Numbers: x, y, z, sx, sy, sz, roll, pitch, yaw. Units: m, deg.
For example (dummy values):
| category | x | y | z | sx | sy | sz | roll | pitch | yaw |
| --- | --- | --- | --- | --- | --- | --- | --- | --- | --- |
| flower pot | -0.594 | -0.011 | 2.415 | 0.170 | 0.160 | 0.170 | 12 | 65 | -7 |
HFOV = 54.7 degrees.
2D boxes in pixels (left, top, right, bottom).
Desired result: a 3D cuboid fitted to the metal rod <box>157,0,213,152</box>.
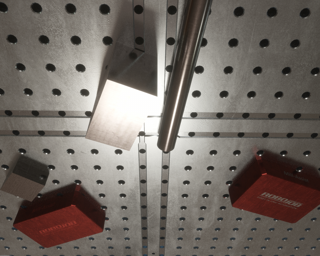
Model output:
| category | x | y | z | sx | sy | sz | roll | pitch | yaw |
| --- | --- | --- | --- | --- | --- | --- | --- | --- | --- |
| metal rod | 0.031 | -0.088 | 0.337 | 0.025 | 0.025 | 0.298 | 7 | 130 | -6 |

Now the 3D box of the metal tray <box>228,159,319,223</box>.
| category | x | y | z | sx | sy | sz | roll | pitch | yaw |
| --- | --- | --- | --- | --- | --- | --- | --- | --- | --- |
| metal tray | 0.191 | 0.106 | 0.502 | 0.131 | 0.030 | 0.089 | 19 | 128 | -16 |

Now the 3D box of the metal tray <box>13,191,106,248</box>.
| category | x | y | z | sx | sy | sz | roll | pitch | yaw |
| --- | --- | --- | --- | --- | --- | --- | --- | --- | --- |
| metal tray | -0.175 | 0.164 | 0.545 | 0.130 | 0.030 | 0.090 | -21 | 128 | 16 |

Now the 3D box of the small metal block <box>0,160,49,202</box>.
| category | x | y | z | sx | sy | sz | roll | pitch | yaw |
| --- | --- | --- | --- | --- | --- | --- | --- | --- | --- |
| small metal block | -0.209 | 0.083 | 0.479 | 0.050 | 0.025 | 0.050 | 30 | 124 | -24 |

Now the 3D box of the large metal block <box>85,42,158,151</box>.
| category | x | y | z | sx | sy | sz | roll | pitch | yaw |
| --- | --- | --- | --- | --- | --- | --- | --- | --- | --- |
| large metal block | -0.042 | -0.035 | 0.345 | 0.050 | 0.080 | 0.079 | 18 | 128 | -15 |
